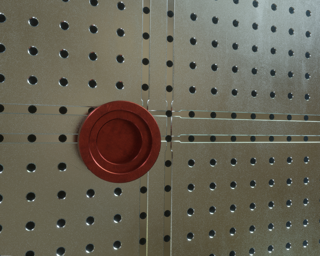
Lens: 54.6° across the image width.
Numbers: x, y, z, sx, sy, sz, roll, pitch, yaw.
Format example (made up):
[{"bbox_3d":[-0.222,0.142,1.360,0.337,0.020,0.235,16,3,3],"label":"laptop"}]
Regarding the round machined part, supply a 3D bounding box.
[{"bbox_3d":[-0.052,0.016,0.384,0.099,0.042,0.097,0,90,-20],"label":"round machined part"}]
